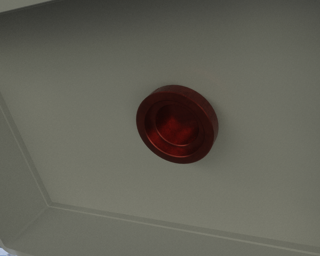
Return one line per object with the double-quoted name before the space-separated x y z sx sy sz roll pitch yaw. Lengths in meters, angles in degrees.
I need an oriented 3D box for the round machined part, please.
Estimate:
"round machined part" 0.024 -0.008 0.379 0.098 0.042 0.097 13 124 20
